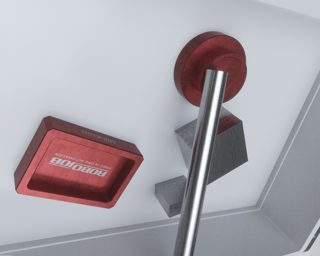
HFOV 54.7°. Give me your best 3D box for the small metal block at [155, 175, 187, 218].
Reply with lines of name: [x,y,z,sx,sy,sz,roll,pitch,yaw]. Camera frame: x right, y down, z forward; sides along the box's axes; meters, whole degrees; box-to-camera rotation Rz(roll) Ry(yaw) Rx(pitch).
small metal block: [0.026,0.103,0.472,0.050,0.050,0.025,-14,124,-21]

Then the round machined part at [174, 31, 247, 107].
round machined part: [0.071,-0.069,0.395,0.099,0.042,0.097,-14,125,-21]

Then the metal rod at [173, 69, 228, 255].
metal rod: [0.043,0.080,0.379,0.025,0.025,0.298,3,102,-30]

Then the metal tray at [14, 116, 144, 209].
metal tray: [-0.096,0.048,0.383,0.131,0.030,0.090,22,107,-37]

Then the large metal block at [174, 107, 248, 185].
large metal block: [0.077,0.027,0.453,0.080,0.050,0.080,-28,128,-11]
